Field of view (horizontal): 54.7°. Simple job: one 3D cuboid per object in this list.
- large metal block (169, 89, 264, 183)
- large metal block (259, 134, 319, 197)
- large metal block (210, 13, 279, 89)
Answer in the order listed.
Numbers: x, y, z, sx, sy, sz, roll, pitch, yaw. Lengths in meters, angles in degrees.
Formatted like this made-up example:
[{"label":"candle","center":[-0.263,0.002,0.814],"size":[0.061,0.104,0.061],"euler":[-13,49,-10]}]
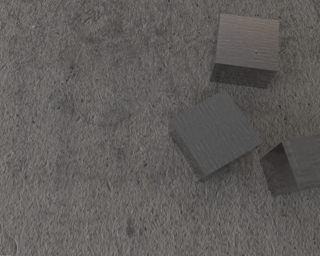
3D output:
[{"label":"large metal block","center":[0.067,0.011,0.391],"size":[0.080,0.050,0.080],"euler":[-29,73,-10]},{"label":"large metal block","center":[0.175,0.043,0.364],"size":[0.081,0.080,0.050],"euler":[-11,71,-4]},{"label":"large metal block","center":[0.117,-0.107,0.435],"size":[0.080,0.050,0.080],"euler":[8,70,3]}]
